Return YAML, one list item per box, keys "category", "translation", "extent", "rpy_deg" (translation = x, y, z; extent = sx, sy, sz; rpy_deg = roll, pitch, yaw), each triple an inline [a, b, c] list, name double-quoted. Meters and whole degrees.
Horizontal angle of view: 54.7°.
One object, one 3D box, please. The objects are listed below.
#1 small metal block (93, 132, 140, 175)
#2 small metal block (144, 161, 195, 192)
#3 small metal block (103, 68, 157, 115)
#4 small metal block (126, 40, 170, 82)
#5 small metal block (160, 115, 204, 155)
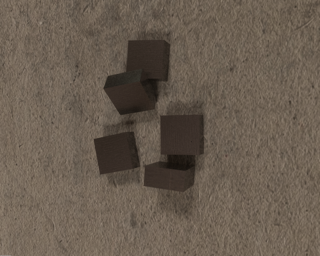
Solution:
- category: "small metal block"
  translation: [-0.060, 0.034, 0.429]
  extent: [0.050, 0.025, 0.050]
  rpy_deg: [-12, 86, 19]
- category: "small metal block"
  translation: [0.013, 0.060, 0.390]
  extent: [0.050, 0.050, 0.025]
  rpy_deg: [5, 92, 19]
- category: "small metal block"
  translation: [-0.038, -0.046, 0.406]
  extent: [0.050, 0.050, 0.025]
  rpy_deg: [-9, 47, 19]
- category: "small metal block"
  translation: [-0.016, -0.089, 0.414]
  extent: [0.050, 0.025, 0.050]
  rpy_deg: [5, 92, 19]
- category: "small metal block"
  translation: [0.029, 0.009, 0.398]
  extent: [0.050, 0.025, 0.050]
  rpy_deg: [-1, 90, 19]
